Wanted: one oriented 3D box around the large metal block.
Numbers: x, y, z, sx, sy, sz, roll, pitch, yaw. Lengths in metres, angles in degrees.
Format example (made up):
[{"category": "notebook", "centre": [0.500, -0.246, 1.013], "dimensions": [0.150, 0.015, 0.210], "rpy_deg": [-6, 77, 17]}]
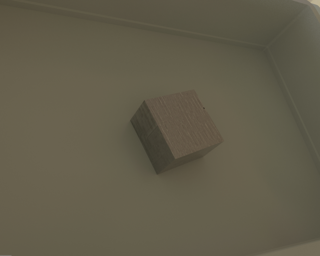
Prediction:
[{"category": "large metal block", "centre": [0.021, 0.003, 0.398], "dimensions": [0.081, 0.050, 0.080], "rpy_deg": [-16, 70, -34]}]
